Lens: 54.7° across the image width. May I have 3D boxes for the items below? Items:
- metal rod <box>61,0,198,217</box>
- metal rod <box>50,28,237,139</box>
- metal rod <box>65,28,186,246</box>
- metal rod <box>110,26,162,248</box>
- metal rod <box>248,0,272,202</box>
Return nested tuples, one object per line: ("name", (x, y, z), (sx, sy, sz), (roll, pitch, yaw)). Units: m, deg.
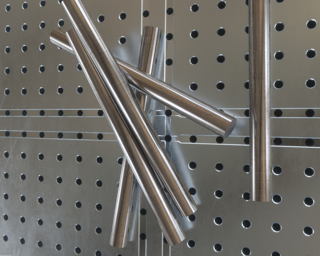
("metal rod", (-0.034, -0.022, 0.384), (0.025, 0.025, 0.299), (-27, 96, 18))
("metal rod", (-0.040, -0.069, 0.399), (0.300, 0.025, 0.025), (31, 100, 26))
("metal rod", (-0.044, 0.009, 0.398), (0.025, 0.025, 0.299), (-27, 89, 18))
("metal rod", (-0.034, 0.014, 0.423), (0.025, 0.025, 0.298), (10, 93, 19))
("metal rod", (0.119, -0.064, 0.370), (0.025, 0.025, 0.298), (0, 90, 19))
